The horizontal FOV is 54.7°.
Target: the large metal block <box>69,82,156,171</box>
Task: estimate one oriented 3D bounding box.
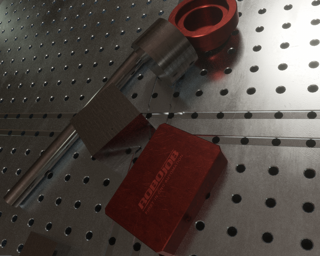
[{"bbox_3d":[-0.065,-0.003,0.426,0.080,0.050,0.080,-42,51,-1],"label":"large metal block"}]

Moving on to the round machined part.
[{"bbox_3d":[0.065,-0.150,0.449,0.098,0.042,0.098,-11,53,15],"label":"round machined part"}]

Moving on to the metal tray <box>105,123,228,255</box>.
[{"bbox_3d":[0.007,0.066,0.360,0.090,0.030,0.130,24,74,36],"label":"metal tray"}]

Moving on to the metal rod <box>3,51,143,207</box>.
[{"bbox_3d":[-0.123,-0.006,0.474,0.025,0.025,0.300,34,80,38],"label":"metal rod"}]

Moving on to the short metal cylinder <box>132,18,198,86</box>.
[{"bbox_3d":[0.007,-0.105,0.433,0.050,0.080,0.080,-45,51,-2],"label":"short metal cylinder"}]

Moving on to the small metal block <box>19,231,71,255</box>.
[{"bbox_3d":[-0.147,0.162,0.384,0.050,0.025,0.050,8,65,31],"label":"small metal block"}]
